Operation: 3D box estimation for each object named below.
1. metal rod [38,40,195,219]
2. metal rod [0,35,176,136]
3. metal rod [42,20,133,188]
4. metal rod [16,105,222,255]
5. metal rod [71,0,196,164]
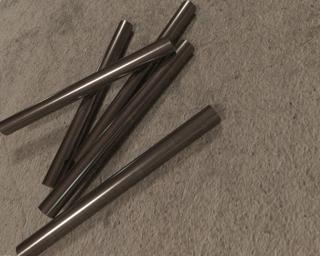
[{"bbox_3d":[-0.052,-0.007,0.424,0.025,0.025,0.300,30,75,37],"label":"metal rod"},{"bbox_3d":[-0.117,-0.059,0.465,0.301,0.025,0.025,-24,53,13],"label":"metal rod"},{"bbox_3d":[-0.106,-0.049,0.487,0.025,0.025,0.300,6,64,30],"label":"metal rod"},{"bbox_3d":[-0.053,0.070,0.387,0.300,0.025,0.025,-36,51,3],"label":"metal rod"},{"bbox_3d":[-0.033,-0.073,0.463,0.025,0.025,0.300,24,74,36],"label":"metal rod"}]
